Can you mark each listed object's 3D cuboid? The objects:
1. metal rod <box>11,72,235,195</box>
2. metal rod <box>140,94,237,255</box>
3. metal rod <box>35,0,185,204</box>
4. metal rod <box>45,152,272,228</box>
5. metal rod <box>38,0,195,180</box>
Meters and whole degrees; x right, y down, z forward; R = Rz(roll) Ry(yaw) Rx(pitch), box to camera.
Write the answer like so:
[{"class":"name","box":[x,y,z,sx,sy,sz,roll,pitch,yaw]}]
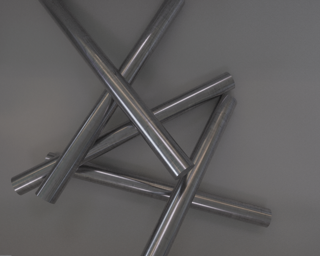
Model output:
[{"class":"metal rod","box":[-0.041,0.004,0.395,0.301,0.025,0.025,-27,90,-6]},{"class":"metal rod","box":[0.024,0.080,0.347,0.025,0.025,0.300,30,64,0]},{"class":"metal rod","box":[-0.054,-0.046,0.381,0.025,0.025,0.300,31,78,0]},{"class":"metal rod","box":[-0.003,0.082,0.411,0.302,0.025,0.025,15,90,0]},{"class":"metal rod","box":[-0.063,-0.066,0.361,0.025,0.025,0.300,-39,70,0]}]
